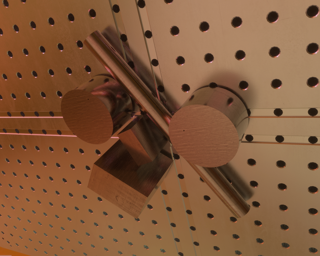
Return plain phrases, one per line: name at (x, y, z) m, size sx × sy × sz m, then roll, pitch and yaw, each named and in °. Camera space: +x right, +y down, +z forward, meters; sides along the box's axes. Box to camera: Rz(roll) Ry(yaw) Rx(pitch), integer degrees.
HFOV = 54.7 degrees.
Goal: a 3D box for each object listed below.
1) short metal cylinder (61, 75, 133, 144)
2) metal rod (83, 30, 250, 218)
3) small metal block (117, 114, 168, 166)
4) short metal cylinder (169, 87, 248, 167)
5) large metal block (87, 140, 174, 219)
short metal cylinder at (-0.085, -0.025, 0.419) m, size 0.080 × 0.050 × 0.079 m, roll 13°, pitch 124°, yaw 21°
metal rod at (0.013, 0.000, 0.399) m, size 0.300 × 0.025 × 0.025 m, roll 49°, pitch 129°, yaw -7°
small metal block at (-0.021, 0.013, 0.409) m, size 0.025 × 0.050 × 0.050 m, roll -23°, pitch 106°, yaw 36°
short metal cylinder at (0.057, -0.001, 0.359) m, size 0.080 × 0.050 × 0.079 m, roll 13°, pitch 124°, yaw 21°
large metal block at (-0.040, 0.063, 0.430) m, size 0.080 × 0.080 × 0.050 m, roll 30°, pitch 129°, yaw 9°
